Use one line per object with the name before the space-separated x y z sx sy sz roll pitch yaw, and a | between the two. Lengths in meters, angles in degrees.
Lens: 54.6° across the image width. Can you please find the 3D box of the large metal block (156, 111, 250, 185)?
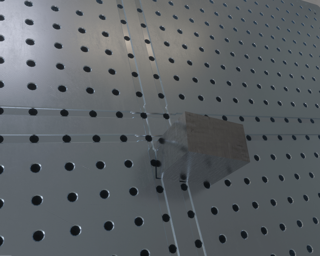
large metal block | 0.049 0.029 0.381 0.081 0.080 0.050 11 57 -22
